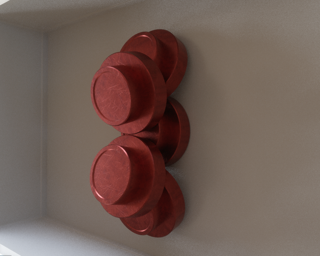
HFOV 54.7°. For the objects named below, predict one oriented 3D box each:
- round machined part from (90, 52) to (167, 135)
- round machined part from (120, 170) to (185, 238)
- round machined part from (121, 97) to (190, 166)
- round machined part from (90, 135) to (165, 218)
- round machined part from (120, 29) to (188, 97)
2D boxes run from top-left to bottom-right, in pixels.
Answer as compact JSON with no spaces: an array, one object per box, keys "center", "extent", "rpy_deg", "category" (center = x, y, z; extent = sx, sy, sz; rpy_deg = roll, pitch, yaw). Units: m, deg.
[{"center":[-0.044,-0.039,0.363],"extent":[0.098,0.042,0.097],"rpy_deg":[12,110,37],"category":"round machined part"},{"center":[-0.020,0.095,0.393],"extent":[0.098,0.042,0.097],"rpy_deg":[15,114,36],"category":"round machined part"},{"center":[-0.013,0.004,0.405],"extent":[0.098,0.042,0.097],"rpy_deg":[-1,88,40],"category":"round machined part"},{"center":[-0.045,0.055,0.364],"extent":[0.098,0.042,0.098],"rpy_deg":[-11,72,37],"category":"round machined part"},{"center":[-0.017,-0.082,0.394],"extent":[0.098,0.042,0.098],"rpy_deg":[-15,65,35],"category":"round machined part"}]
